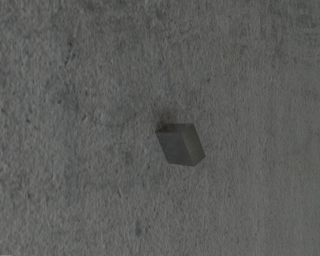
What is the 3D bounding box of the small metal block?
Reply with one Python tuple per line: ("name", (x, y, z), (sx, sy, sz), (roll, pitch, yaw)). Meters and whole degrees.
("small metal block", (0.027, 0.022, 0.413), (0.025, 0.050, 0.050), (-36, 112, -35))
